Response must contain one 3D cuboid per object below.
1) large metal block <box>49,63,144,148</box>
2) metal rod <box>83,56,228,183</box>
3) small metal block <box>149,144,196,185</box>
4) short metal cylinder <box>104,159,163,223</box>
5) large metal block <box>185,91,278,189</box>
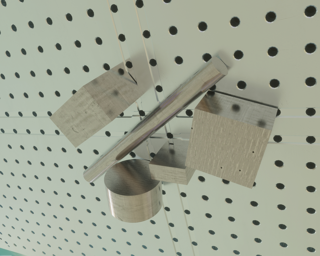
[{"bbox_3d":[-0.080,-0.029,0.399,0.080,0.080,0.050,-32,101,38],"label":"large metal block"},{"bbox_3d":[-0.026,0.006,0.427,0.025,0.025,0.299,47,129,-5],"label":"metal rod"},{"bbox_3d":[0.020,0.047,0.413,0.050,0.050,0.025,5,121,25],"label":"small metal block"},{"bbox_3d":[-0.037,0.089,0.448,0.080,0.080,0.050,11,123,22],"label":"short metal cylinder"},{"bbox_3d":[0.080,0.012,0.356,0.080,0.050,0.079,18,125,17],"label":"large metal block"}]
